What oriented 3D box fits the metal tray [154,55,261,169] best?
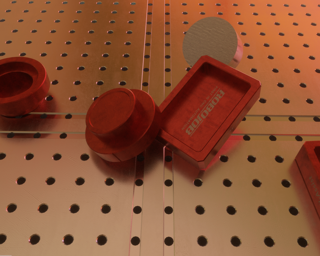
[{"bbox_3d":[0.056,-0.024,0.398,0.090,0.030,0.130,34,76,24],"label":"metal tray"}]

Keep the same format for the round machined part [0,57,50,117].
[{"bbox_3d":[-0.207,-0.054,0.440,0.099,0.042,0.098,0,50,0],"label":"round machined part"}]

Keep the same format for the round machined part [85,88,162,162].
[{"bbox_3d":[-0.051,-0.011,0.382,0.098,0.042,0.098,-15,51,19],"label":"round machined part"}]

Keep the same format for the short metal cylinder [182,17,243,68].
[{"bbox_3d":[0.080,-0.119,0.465,0.080,0.080,0.050,27,12,20],"label":"short metal cylinder"}]

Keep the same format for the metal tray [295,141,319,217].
[{"bbox_3d":[0.220,0.073,0.345,0.091,0.030,0.130,-2,50,-3],"label":"metal tray"}]
